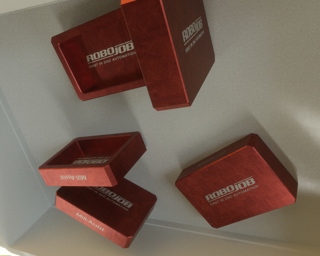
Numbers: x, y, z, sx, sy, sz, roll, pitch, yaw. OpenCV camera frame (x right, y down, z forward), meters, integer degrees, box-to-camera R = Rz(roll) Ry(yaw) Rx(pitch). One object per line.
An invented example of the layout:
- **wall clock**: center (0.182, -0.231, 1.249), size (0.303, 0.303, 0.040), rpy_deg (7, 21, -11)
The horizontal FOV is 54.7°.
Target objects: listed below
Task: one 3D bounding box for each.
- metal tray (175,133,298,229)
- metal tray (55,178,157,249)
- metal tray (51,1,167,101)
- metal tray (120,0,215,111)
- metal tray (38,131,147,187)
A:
- **metal tray**: center (0.095, 0.073, 0.401), size (0.090, 0.030, 0.130), rpy_deg (49, 129, -7)
- **metal tray**: center (-0.082, 0.113, 0.479), size (0.130, 0.090, 0.030), rpy_deg (27, 128, 11)
- **metal tray**: center (-0.063, -0.089, 0.383), size (0.130, 0.030, 0.090), rpy_deg (-9, 114, 32)
- **metal tray**: center (0.017, -0.082, 0.279), size (0.030, 0.130, 0.090), rpy_deg (-7, 115, 23)
- **metal tray**: center (-0.096, 0.044, 0.444), size (0.130, 0.090, 0.030), rpy_deg (-6, 116, 31)
